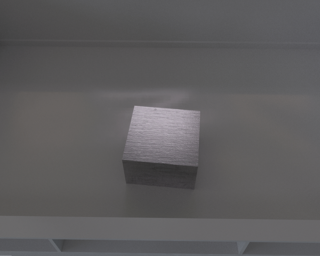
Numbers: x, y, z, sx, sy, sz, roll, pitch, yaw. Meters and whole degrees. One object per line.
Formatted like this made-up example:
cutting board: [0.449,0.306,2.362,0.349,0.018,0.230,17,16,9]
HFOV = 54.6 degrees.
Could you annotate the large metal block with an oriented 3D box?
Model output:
large metal block: [0.004,0.022,0.370,0.080,0.050,0.080,5,50,4]
